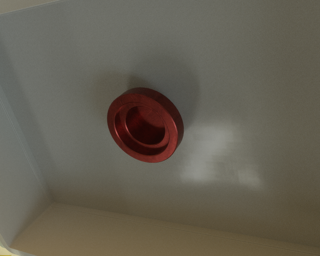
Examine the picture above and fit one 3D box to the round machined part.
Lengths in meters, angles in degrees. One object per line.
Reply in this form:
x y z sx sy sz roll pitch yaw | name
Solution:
-0.015 -0.007 0.398 0.098 0.042 0.097 13 124 21 | round machined part
